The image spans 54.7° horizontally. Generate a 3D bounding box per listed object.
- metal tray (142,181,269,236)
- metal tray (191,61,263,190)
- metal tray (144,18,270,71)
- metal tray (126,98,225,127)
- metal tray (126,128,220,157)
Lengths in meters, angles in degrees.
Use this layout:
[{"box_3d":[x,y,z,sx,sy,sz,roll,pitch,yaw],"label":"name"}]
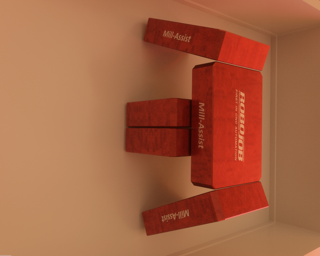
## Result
[{"box_3d":[0.051,0.099,0.378,0.091,0.130,0.030,1,68,-41],"label":"metal tray"},{"box_3d":[0.077,-0.002,0.348,0.091,0.030,0.129,1,89,-41],"label":"metal tray"},{"box_3d":[0.053,-0.104,0.379,0.091,0.130,0.030,1,110,-40],"label":"metal tray"},{"box_3d":[0.035,-0.016,0.392,0.131,0.090,0.030,1,90,-40],"label":"metal tray"},{"box_3d":[0.034,0.016,0.392,0.131,0.090,0.030,1,90,-40],"label":"metal tray"}]
